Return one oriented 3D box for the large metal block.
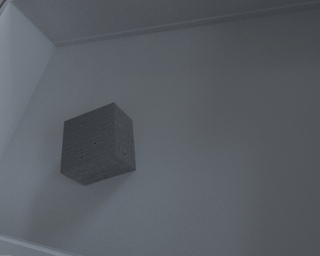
[{"bbox_3d":[-0.082,0.023,0.417,0.080,0.050,0.080,-19,54,16],"label":"large metal block"}]
